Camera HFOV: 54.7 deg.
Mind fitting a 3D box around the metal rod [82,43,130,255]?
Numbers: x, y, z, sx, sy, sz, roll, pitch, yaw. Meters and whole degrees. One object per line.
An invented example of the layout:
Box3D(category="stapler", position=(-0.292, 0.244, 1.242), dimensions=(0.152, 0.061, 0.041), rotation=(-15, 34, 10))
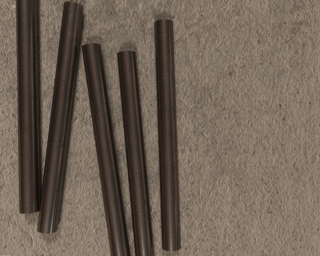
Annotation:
Box3D(category="metal rod", position=(-0.070, 0.040, 0.409), dimensions=(0.025, 0.025, 0.298), rotation=(-8, 90, 0))

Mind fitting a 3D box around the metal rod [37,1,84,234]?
Box3D(category="metal rod", position=(-0.131, -0.014, 0.408), dimensions=(0.025, 0.025, 0.298), rotation=(7, 90, -1))

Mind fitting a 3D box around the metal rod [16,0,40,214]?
Box3D(category="metal rod", position=(-0.174, -0.040, 0.407), dimensions=(0.025, 0.025, 0.298), rotation=(-1, 90, -1))

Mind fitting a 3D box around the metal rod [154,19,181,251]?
Box3D(category="metal rod", position=(0.010, 0.009, 0.410), dimensions=(0.025, 0.025, 0.298), rotation=(-2, 90, -1))

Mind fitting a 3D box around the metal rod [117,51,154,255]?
Box3D(category="metal rod", position=(-0.031, 0.050, 0.409), dimensions=(0.025, 0.025, 0.298), rotation=(-5, 90, -1))
